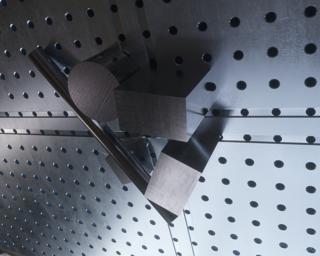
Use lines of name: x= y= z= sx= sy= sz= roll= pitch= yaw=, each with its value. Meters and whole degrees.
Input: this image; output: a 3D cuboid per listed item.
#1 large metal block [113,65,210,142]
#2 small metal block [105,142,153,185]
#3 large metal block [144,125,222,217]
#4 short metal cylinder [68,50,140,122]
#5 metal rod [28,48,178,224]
large metal block: x=0.006 y=-0.032 z=0.352 sx=0.080 sy=0.080 sz=0.050 roll=9 pitch=122 yaw=23
small metal block: x=-0.046 y=0.054 z=0.467 sx=0.050 sy=0.025 sz=0.050 roll=-21 pitch=108 yaw=35
large metal block: x=0.029 y=0.048 z=0.389 sx=0.050 sy=0.080 sz=0.079 roll=28 pitch=128 yaw=10
short metal cylinder: x=-0.069 y=-0.054 z=0.396 sx=0.080 sy=0.050 sz=0.079 roll=13 pitch=124 yaw=20
metal rod: x=-0.078 y=0.009 z=0.430 sx=0.300 sy=0.025 sz=0.025 roll=49 pitch=129 yaw=3
